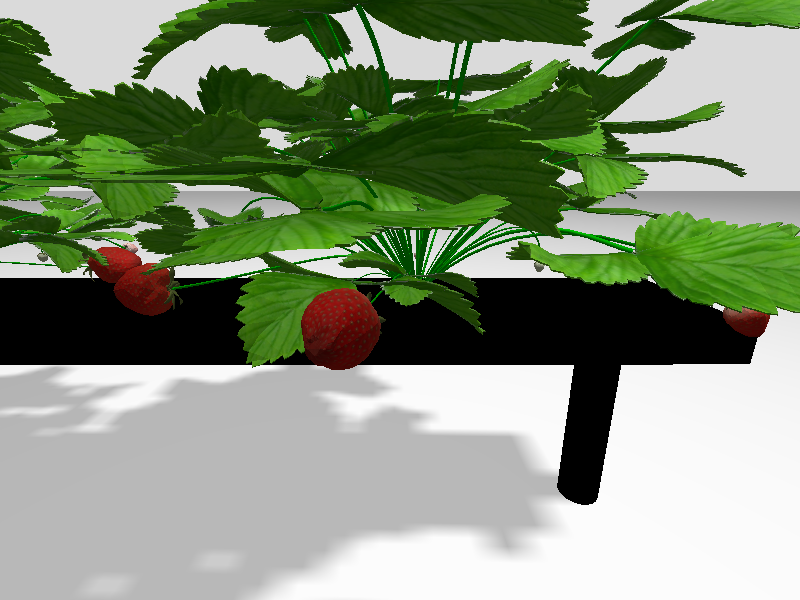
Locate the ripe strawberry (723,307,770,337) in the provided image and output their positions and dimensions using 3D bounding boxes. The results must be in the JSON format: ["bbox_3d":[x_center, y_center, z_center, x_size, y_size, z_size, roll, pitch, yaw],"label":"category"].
[{"bbox_3d":[0.237,0.012,0.272,0.024,0.028,0.028,-28,4,28],"label":"ripe strawberry"}]

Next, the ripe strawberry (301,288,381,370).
[{"bbox_3d":[-0.035,0.018,0.220,0.045,0.047,0.049,6,19,18],"label":"ripe strawberry"}]

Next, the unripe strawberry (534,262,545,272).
[{"bbox_3d":[0.153,-0.036,0.440,0.011,0.011,0.011,-10,20,-29],"label":"unripe strawberry"}]

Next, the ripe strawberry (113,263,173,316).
[{"bbox_3d":[-0.197,-0.008,0.310,0.039,0.040,0.035,-5,18,-13],"label":"ripe strawberry"}]

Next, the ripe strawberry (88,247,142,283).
[{"bbox_3d":[-0.285,-0.036,0.404,0.042,0.036,0.042,-5,18,-17],"label":"ripe strawberry"}]

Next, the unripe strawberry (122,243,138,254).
[{"bbox_3d":[-0.370,-0.070,0.550,0.019,0.017,0.017,6,5,17],"label":"unripe strawberry"}]

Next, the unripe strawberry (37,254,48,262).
[{"bbox_3d":[-0.450,-0.053,0.504,0.011,0.010,0.010,-2,17,-5],"label":"unripe strawberry"}]

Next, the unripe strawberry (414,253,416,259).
[{"bbox_3d":[0.023,-0.055,0.504,0.010,0.011,0.011,1,17,3],"label":"unripe strawberry"}]
